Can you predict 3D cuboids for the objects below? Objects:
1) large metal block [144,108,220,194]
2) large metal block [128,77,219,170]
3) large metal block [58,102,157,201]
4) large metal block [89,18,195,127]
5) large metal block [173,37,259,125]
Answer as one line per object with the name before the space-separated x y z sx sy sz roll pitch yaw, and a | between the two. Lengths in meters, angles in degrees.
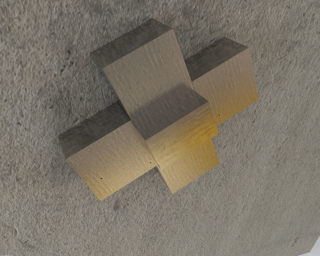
large metal block | 0.027 0.030 0.426 0.080 0.050 0.080 -32 129 -8
large metal block | 0.010 -0.009 0.374 0.080 0.080 0.050 -32 129 -8
large metal block | -0.062 0.028 0.376 0.080 0.050 0.080 -32 129 -8
large metal block | -0.018 -0.061 0.345 0.080 0.050 0.080 -32 129 -8
large metal block | 0.073 -0.057 0.398 0.080 0.050 0.080 -32 129 -8
